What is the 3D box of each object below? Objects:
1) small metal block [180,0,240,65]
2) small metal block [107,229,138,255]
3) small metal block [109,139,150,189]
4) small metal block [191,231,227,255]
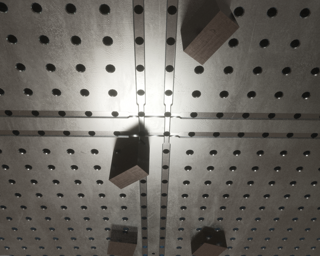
[{"bbox_3d":[0.048,-0.100,0.311,0.025,0.050,0.050,31,123,-24],"label":"small metal block"},{"bbox_3d":[-0.073,0.224,0.602,0.050,0.025,0.050,10,130,-9],"label":"small metal block"},{"bbox_3d":[-0.042,0.051,0.438,0.050,0.050,0.025,-30,124,22],"label":"small metal block"},{"bbox_3d":[0.096,0.232,0.611,0.050,0.025,0.050,19,127,-16],"label":"small metal block"}]
